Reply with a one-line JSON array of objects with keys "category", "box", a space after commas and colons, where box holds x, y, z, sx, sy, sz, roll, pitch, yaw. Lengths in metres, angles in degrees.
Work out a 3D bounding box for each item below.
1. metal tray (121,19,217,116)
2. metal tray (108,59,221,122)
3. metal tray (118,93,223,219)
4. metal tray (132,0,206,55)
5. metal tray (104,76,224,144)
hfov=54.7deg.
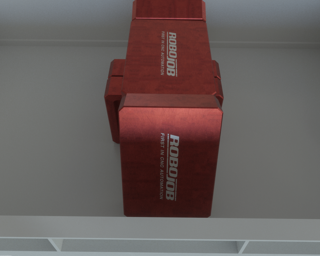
[{"category": "metal tray", "box": [0.009, -0.072, 0.343, 0.091, 0.030, 0.130, 1, 50, 0]}, {"category": "metal tray", "box": [0.005, -0.043, 0.397, 0.131, 0.090, 0.030, 1, 50, 0]}, {"category": "metal tray", "box": [0.009, 0.032, 0.306, 0.091, 0.129, 0.030, 1, 28, 0]}, {"category": "metal tray", "box": [0.011, -0.124, 0.438, 0.091, 0.130, 0.030, 1, 71, 0]}, {"category": "metal tray", "box": [0.005, -0.019, 0.378, 0.131, 0.090, 0.030, 1, 50, 0]}]
